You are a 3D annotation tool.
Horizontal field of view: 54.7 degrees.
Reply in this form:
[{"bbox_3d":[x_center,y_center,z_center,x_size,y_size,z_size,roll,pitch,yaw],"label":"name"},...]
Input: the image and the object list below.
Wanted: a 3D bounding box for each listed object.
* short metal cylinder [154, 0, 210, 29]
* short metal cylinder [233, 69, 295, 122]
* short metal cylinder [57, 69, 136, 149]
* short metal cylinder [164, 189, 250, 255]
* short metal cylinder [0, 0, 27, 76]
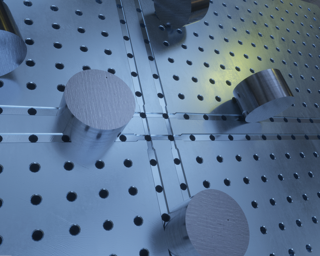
[{"bbox_3d":[0.036,-0.213,0.522,0.050,0.080,0.080,-33,80,-38],"label":"short metal cylinder"},{"bbox_3d":[0.163,-0.050,0.491,0.081,0.080,0.050,-5,65,-31],"label":"short metal cylinder"},{"bbox_3d":[-0.075,-0.022,0.364,0.081,0.050,0.080,14,56,-21],"label":"short metal cylinder"},{"bbox_3d":[0.052,0.115,0.349,0.081,0.050,0.080,14,56,-21],"label":"short metal cylinder"},{"bbox_3d":[-0.191,-0.095,0.328,0.081,0.080,0.050,-18,71,-35],"label":"short metal cylinder"}]
